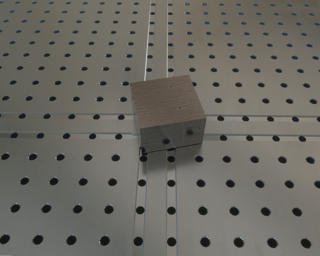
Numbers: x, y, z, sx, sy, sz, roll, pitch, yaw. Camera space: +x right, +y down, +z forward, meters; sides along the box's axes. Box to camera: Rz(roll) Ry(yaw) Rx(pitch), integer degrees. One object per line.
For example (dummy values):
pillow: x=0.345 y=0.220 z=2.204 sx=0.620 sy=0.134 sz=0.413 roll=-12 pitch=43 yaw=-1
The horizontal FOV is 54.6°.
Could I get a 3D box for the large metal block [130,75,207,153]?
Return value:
large metal block: x=0.008 y=-0.020 z=0.407 sx=0.080 sy=0.050 sz=0.080 roll=-9 pitch=51 yaw=-8
